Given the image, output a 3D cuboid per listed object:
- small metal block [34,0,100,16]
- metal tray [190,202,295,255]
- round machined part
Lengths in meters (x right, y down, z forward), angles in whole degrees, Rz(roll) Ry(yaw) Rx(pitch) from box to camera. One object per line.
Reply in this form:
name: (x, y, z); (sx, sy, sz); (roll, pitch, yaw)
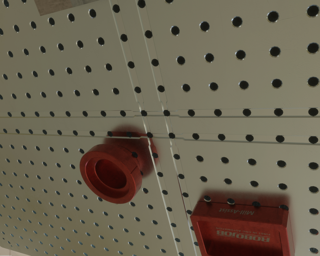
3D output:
small metal block: (-0.108, -0.152, 0.358); (0.050, 0.050, 0.025); (-1, 118, 29)
metal tray: (0.116, 0.153, 0.441); (0.130, 0.030, 0.090); (-3, 117, 29)
round machined part: (-0.071, 0.066, 0.478); (0.098, 0.042, 0.097); (13, 124, 21)
